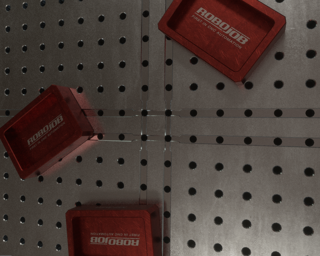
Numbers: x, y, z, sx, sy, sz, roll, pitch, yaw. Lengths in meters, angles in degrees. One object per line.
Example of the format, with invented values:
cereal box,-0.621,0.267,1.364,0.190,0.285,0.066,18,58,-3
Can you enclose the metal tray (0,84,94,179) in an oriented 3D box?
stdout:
metal tray,-0.175,0.007,0.469,0.130,0.030,0.090,-35,79,16

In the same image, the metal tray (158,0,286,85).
metal tray,0.074,-0.125,0.383,0.130,0.030,0.090,39,102,15

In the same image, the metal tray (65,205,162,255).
metal tray,-0.065,0.155,0.431,0.130,0.030,0.089,-5,88,19
